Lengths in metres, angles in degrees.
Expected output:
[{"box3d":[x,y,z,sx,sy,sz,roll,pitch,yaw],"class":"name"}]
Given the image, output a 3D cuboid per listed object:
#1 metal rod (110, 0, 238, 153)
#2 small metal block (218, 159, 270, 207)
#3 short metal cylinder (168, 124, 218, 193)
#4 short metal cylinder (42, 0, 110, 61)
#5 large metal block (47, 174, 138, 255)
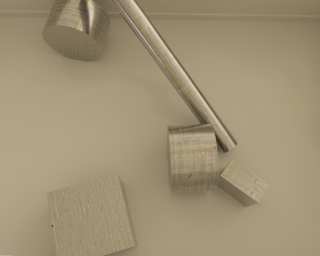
[{"box3d":[0.001,-0.093,0.383,0.025,0.025,0.299,-39,98,-13],"class":"metal rod"},{"box3d":[0.096,0.067,0.373,0.050,0.050,0.025,36,74,11],"class":"small metal block"},{"box3d":[0.036,0.036,0.368,0.050,0.080,0.080,-3,70,-1],"class":"short metal cylinder"},{"box3d":[-0.114,-0.136,0.429,0.080,0.080,0.050,10,71,3],"class":"short metal cylinder"},{"box3d":[-0.076,0.106,0.357,0.081,0.050,0.080,-15,71,-6],"class":"large metal block"}]
